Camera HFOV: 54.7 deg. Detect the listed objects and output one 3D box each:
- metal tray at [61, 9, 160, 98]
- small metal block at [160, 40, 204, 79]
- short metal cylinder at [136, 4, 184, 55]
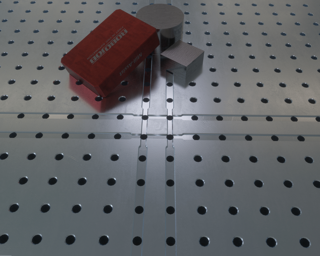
[{"bbox_3d":[-0.076,-0.119,0.480,0.090,0.030,0.130,36,75,26],"label":"metal tray"},{"bbox_3d":[0.036,-0.112,0.502,0.050,0.025,0.050,31,56,23],"label":"small metal block"},{"bbox_3d":[0.000,-0.171,0.535,0.081,0.050,0.080,0,50,0],"label":"short metal cylinder"}]
